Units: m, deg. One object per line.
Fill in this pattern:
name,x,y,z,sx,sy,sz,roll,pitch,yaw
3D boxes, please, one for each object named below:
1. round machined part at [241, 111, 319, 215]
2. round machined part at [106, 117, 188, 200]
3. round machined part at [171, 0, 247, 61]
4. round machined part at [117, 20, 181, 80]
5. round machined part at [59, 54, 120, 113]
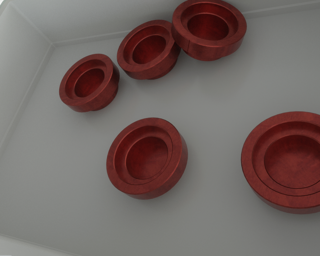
round machined part,0.133,0.036,0.303,0.098,0.042,0.098,-13,56,20
round machined part,-0.012,0.039,0.376,0.098,0.042,0.098,-13,56,20
round machined part,0.064,-0.130,0.423,0.099,0.042,0.098,2,58,-3
round machined part,-0.012,-0.112,0.468,0.098,0.042,0.098,-13,56,21
round machined part,-0.106,-0.066,0.489,0.098,0.042,0.098,-13,56,20
